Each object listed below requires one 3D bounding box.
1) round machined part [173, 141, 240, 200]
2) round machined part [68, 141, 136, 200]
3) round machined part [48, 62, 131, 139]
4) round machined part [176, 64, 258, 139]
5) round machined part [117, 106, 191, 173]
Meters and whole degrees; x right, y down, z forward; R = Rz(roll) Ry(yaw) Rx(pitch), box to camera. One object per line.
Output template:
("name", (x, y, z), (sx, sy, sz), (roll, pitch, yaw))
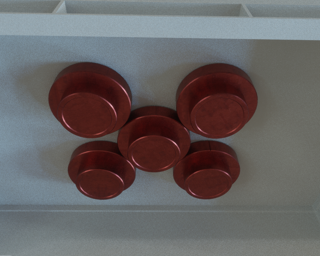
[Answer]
("round machined part", (0.069, 0.068, 0.455), (0.099, 0.042, 0.097), (-1, 130, 0))
("round machined part", (-0.085, 0.068, 0.453), (0.099, 0.042, 0.097), (-1, 130, 0))
("round machined part", (-0.084, -0.026, 0.373), (0.099, 0.042, 0.097), (-1, 130, 0))
("round machined part", (0.069, -0.025, 0.376), (0.099, 0.042, 0.097), (-1, 130, 0))
("round machined part", (-0.008, 0.022, 0.414), (0.099, 0.042, 0.097), (-1, 130, 0))
